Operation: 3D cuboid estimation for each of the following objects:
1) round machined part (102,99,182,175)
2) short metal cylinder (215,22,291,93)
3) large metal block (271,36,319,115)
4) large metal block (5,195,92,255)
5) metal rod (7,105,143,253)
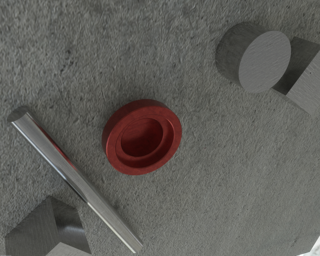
[{"bbox_3d":[-0.025,0.008,0.388,0.099,0.042,0.097,-14,125,-21],"label":"round machined part"},{"bbox_3d":[0.120,-0.092,0.402,0.081,0.050,0.079,-14,125,-21],"label":"short metal cylinder"},{"bbox_3d":[0.215,-0.076,0.463,0.080,0.050,0.080,24,105,-37],"label":"large metal block"},{"bbox_3d":[-0.141,0.146,0.385,0.080,0.080,0.050,-43,130,1],"label":"large metal block"},{"bbox_3d":[-0.093,0.089,0.412,0.025,0.025,0.299,-33,129,-7],"label":"metal rod"}]
